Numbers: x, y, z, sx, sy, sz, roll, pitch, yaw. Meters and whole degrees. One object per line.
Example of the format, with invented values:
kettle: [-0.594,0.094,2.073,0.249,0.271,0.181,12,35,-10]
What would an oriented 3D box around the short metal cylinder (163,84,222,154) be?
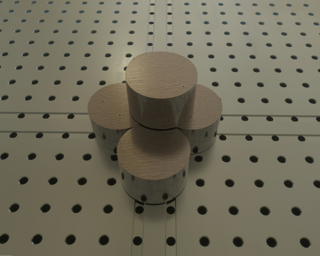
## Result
short metal cylinder: [0.037,-0.013,0.401,0.081,0.050,0.080,0,50,0]

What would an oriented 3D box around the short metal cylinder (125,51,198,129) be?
short metal cylinder: [0.002,-0.045,0.363,0.081,0.050,0.080,0,50,0]

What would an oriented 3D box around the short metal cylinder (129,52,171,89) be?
short metal cylinder: [-0.006,-0.065,0.446,0.081,0.050,0.080,1,50,-1]

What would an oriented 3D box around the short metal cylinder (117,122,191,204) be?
short metal cylinder: [-0.007,0.039,0.357,0.081,0.050,0.080,0,48,0]

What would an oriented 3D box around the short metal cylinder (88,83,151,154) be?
short metal cylinder: [-0.049,-0.013,0.402,0.081,0.050,0.080,0,50,0]
